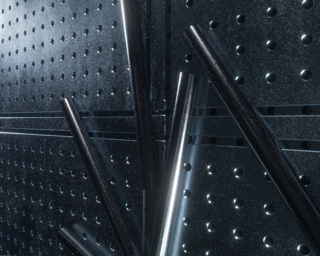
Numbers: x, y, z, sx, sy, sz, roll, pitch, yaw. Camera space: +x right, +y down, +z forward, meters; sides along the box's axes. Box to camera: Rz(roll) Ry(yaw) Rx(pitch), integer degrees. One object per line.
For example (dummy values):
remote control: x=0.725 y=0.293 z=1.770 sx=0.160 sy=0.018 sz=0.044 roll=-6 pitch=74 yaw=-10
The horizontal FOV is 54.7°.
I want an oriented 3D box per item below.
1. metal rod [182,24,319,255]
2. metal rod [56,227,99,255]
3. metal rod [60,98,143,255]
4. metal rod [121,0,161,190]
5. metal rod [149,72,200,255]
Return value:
metal rod: x=0.102 y=0.009 z=0.323 sx=0.025 sy=0.025 sz=0.299 roll=-41 pitch=66 yaw=32
metal rod: x=-0.061 y=0.234 z=0.457 sx=0.300 sy=0.025 sz=0.025 roll=24 pitch=105 yaw=37
metal rod: x=-0.095 y=0.077 z=0.485 sx=0.025 sy=0.025 sz=0.299 roll=-43 pitch=65 yaw=31
metal rod: x=-0.029 y=-0.066 z=0.430 sx=0.025 sy=0.025 sz=0.298 roll=-12 pitch=83 yaw=39
metal rod: x=0.013 y=0.080 z=0.396 sx=0.025 sy=0.025 sz=0.298 roll=15 pitch=100 yaw=38
